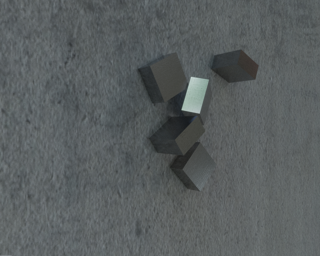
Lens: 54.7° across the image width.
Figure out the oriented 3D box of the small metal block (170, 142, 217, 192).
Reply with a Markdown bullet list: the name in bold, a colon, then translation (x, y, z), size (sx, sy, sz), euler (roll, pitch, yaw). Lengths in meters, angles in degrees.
- **small metal block**: translation (0.049, 0.055, 0.449), size (0.050, 0.025, 0.050), euler (52, 59, -28)

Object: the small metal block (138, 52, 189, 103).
- **small metal block**: translation (0.006, -0.066, 0.411), size (0.050, 0.025, 0.050), euler (-36, 112, -34)

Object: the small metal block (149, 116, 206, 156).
- **small metal block**: translation (0.023, 0.009, 0.410), size (0.050, 0.050, 0.025), euler (-44, 117, -31)

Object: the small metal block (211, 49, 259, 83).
- **small metal block**: translation (0.119, -0.096, 0.490), size (0.050, 0.050, 0.025), euler (27, 73, -37)

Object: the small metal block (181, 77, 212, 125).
- **small metal block**: translation (0.053, -0.037, 0.437), size (0.050, 0.025, 0.050), euler (51, 53, -67)
